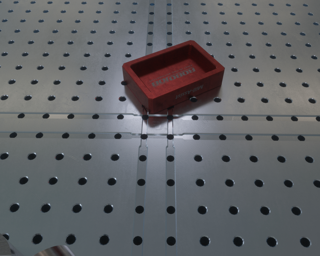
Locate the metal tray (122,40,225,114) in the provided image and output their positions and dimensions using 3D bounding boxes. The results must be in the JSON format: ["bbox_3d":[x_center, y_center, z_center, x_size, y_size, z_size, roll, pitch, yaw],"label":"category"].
[{"bbox_3d":[0.020,-0.082,0.472,0.131,0.030,0.090,-24,54,-19],"label":"metal tray"}]

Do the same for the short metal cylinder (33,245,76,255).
[{"bbox_3d":[-0.091,0.144,0.250,0.050,0.080,0.080,37,59,27],"label":"short metal cylinder"}]

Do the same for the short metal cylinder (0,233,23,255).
[{"bbox_3d":[-0.165,0.136,0.275,0.081,0.050,0.080,0,50,0],"label":"short metal cylinder"}]
